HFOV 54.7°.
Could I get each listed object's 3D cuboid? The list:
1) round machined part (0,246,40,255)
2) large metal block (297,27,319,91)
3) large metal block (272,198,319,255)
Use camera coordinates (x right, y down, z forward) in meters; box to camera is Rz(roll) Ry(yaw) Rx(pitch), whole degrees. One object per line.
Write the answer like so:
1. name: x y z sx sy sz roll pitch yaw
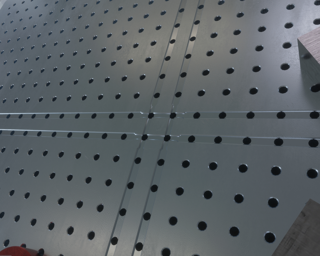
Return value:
1. round machined part: -0.193 0.196 0.379 0.098 0.042 0.098 -13 56 21
2. large metal block: 0.207 -0.074 0.329 0.080 0.050 0.080 -26 53 12
3. large metal block: 0.121 0.112 0.240 0.050 0.080 0.080 32 79 38
